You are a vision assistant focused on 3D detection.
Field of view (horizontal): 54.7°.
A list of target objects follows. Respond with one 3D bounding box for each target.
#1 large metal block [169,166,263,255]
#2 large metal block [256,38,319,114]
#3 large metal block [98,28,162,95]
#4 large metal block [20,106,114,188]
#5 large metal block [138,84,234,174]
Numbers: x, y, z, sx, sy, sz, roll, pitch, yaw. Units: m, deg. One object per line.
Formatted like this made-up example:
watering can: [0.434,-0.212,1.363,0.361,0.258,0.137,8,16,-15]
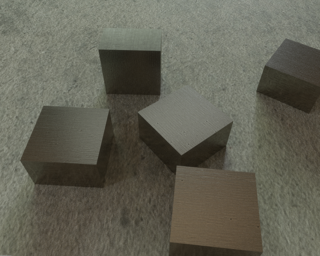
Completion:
large metal block: [0.053,0.089,0.313,0.080,0.050,0.080,5,50,4]
large metal block: [0.202,-0.079,0.456,0.080,0.050,0.080,28,55,21]
large metal block: [-0.039,-0.094,0.446,0.081,0.080,0.050,1,50,1]
large metal block: [-0.104,0.021,0.368,0.080,0.050,0.080,3,50,2]
large metal block: [0.030,0.002,0.386,0.081,0.050,0.080,-31,57,-24]
